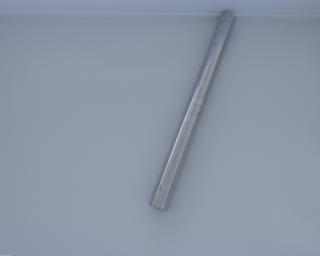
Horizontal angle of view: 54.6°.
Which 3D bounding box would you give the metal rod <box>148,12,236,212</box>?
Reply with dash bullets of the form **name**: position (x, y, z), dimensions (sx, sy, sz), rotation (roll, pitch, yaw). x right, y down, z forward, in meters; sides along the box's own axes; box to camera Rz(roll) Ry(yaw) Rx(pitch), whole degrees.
- **metal rod**: position (0.050, -0.035, 0.422), dimensions (0.025, 0.025, 0.300), rotation (20, 71, 7)
